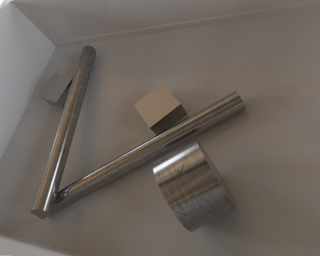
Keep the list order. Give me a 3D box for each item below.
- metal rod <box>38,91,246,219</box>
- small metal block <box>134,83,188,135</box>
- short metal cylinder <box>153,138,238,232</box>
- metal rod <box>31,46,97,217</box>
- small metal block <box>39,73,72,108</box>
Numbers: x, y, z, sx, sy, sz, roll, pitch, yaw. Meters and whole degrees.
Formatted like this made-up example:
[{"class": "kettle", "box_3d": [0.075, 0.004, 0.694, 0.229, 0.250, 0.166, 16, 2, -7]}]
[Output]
[{"class": "metal rod", "box_3d": [-0.032, 0.039, 0.397, 0.301, 0.025, 0.025, -29, 52, 9]}, {"class": "small metal block", "box_3d": [0.000, -0.025, 0.420, 0.050, 0.025, 0.050, -38, 51, 2]}, {"class": "short metal cylinder", "box_3d": [0.036, 0.057, 0.316, 0.050, 0.080, 0.080, -31, 52, 8]}, {"class": "metal rod", "box_3d": [-0.136, -0.017, 0.466, 0.025, 0.025, 0.300, -12, 51, 21]}, {"class": "small metal block", "box_3d": [-0.171, -0.063, 0.532, 0.050, 0.025, 0.050, 18, 71, 34]}]
